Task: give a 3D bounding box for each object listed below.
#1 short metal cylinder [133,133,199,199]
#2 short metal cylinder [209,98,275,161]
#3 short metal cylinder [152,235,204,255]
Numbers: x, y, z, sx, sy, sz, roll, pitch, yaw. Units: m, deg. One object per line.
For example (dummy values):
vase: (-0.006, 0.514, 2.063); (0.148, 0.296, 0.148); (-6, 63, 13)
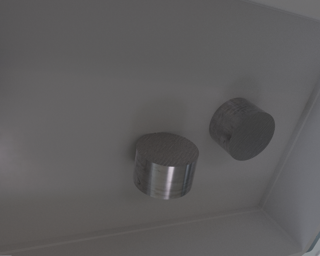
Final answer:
short metal cylinder: (0.007, 0.047, 0.406); (0.081, 0.080, 0.050); (-6, 121, -25)
short metal cylinder: (0.121, 0.002, 0.459); (0.081, 0.050, 0.079); (-14, 124, -21)
short metal cylinder: (0.031, 0.228, 0.533); (0.050, 0.080, 0.080); (17, 110, -35)
